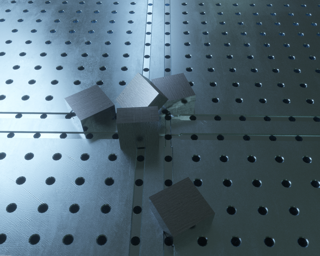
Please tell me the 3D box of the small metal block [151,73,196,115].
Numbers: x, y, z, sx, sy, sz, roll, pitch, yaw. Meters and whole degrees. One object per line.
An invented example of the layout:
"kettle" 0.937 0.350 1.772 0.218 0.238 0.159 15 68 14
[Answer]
"small metal block" 0.018 -0.050 0.450 0.050 0.025 0.050 -13 51 -12

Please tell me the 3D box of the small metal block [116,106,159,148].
"small metal block" -0.027 0.000 0.391 0.050 0.050 0.025 -3 50 -3

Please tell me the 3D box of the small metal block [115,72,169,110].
"small metal block" -0.025 -0.039 0.423 0.050 0.025 0.050 -49 58 11

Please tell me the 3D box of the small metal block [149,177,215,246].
"small metal block" 0.023 0.089 0.334 0.050 0.025 0.050 -24 54 -19

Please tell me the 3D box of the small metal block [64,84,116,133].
"small metal block" -0.096 -0.028 0.430 0.050 0.025 0.050 -28 56 -22
